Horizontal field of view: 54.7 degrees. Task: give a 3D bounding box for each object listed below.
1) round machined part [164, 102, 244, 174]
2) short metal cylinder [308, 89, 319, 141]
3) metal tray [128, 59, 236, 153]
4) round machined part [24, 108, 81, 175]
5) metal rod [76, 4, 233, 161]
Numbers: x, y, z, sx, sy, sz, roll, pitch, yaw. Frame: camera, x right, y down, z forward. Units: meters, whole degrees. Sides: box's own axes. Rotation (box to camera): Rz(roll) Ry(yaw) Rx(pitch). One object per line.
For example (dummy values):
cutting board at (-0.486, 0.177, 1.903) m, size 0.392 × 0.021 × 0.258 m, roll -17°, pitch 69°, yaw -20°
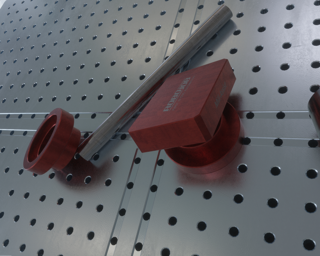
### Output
round machined part at (0.047, 0.002, 0.372) m, size 0.098 × 0.042 × 0.098 m, roll -13°, pitch 56°, yaw 21°
short metal cylinder at (0.185, -0.010, 0.282) m, size 0.080 × 0.080 × 0.050 m, roll -16°, pitch 55°, yaw 19°
metal tray at (0.030, -0.029, 0.362) m, size 0.090 × 0.030 × 0.130 m, roll -12°, pitch 30°, yaw 34°
round machined part at (-0.151, 0.023, 0.448) m, size 0.098 × 0.042 × 0.098 m, roll -34°, pitch 39°, yaw 33°
metal rod at (-0.006, -0.068, 0.452) m, size 0.300 × 0.025 × 0.025 m, roll -45°, pitch 51°, yaw -4°
